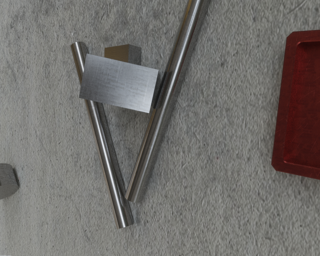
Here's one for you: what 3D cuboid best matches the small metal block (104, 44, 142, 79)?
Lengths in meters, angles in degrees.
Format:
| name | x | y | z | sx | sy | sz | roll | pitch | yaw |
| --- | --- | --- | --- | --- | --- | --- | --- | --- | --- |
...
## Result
| name | x | y | z | sx | sy | sz | roll | pitch | yaw |
| --- | --- | --- | --- | --- | --- | --- | --- | --- | --- |
| small metal block | -0.055 | -0.091 | 0.448 | 0.050 | 0.025 | 0.050 | 4 | 93 | 39 |

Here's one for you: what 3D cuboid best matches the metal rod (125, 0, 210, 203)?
| name | x | y | z | sx | sy | sz | roll | pitch | yaw |
| --- | --- | --- | --- | --- | --- | --- | --- | --- | --- |
| metal rod | 0.008 | -0.039 | 0.396 | 0.025 | 0.025 | 0.298 | 29 | 108 | 36 |

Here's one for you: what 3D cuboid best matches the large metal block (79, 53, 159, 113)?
| name | x | y | z | sx | sy | sz | roll | pitch | yaw |
| --- | --- | --- | --- | --- | --- | --- | --- | --- | --- |
| large metal block | -0.047 | -0.057 | 0.384 | 0.081 | 0.080 | 0.050 | 12 | 101 | -3 |

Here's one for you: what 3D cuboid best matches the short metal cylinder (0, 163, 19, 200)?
| name | x | y | z | sx | sy | sz | roll | pitch | yaw |
| --- | --- | --- | --- | --- | --- | --- | --- | --- | --- |
| short metal cylinder | -0.347 | 0.116 | 0.651 | 0.080 | 0.081 | 0.050 | -41 | 65 | 32 |

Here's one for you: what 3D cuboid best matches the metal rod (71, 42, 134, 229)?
| name | x | y | z | sx | sy | sz | roll | pitch | yaw |
| --- | --- | --- | --- | --- | --- | --- | --- | --- | --- |
| metal rod | -0.092 | 0.003 | 0.478 | 0.025 | 0.025 | 0.299 | -27 | 73 | 36 |

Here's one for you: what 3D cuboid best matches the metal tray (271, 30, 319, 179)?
| name | x | y | z | sx | sy | sz | roll | pitch | yaw |
| --- | --- | --- | --- | --- | --- | --- | --- | --- | --- |
| metal tray | 0.155 | -0.019 | 0.273 | 0.090 | 0.030 | 0.129 | 9 | 96 | 39 |
